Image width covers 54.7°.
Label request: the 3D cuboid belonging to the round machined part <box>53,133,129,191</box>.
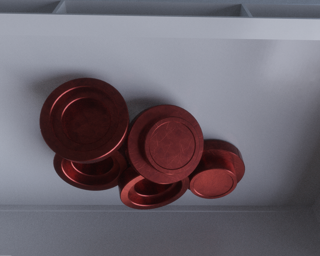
[{"bbox_3d":[-0.092,0.040,0.427,0.099,0.042,0.097,-1,130,0],"label":"round machined part"}]

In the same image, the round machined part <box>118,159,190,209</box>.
[{"bbox_3d":[-0.011,0.072,0.442,0.099,0.042,0.097,-10,137,-9],"label":"round machined part"}]

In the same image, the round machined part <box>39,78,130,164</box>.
[{"bbox_3d":[-0.085,-0.006,0.366,0.099,0.098,0.042,2,166,-2],"label":"round machined part"}]

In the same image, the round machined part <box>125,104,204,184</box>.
[{"bbox_3d":[0.009,0.020,0.377,0.099,0.042,0.097,0,91,-17],"label":"round machined part"}]

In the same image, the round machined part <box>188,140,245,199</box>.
[{"bbox_3d":[0.075,0.067,0.453,0.099,0.042,0.097,-1,130,0],"label":"round machined part"}]
